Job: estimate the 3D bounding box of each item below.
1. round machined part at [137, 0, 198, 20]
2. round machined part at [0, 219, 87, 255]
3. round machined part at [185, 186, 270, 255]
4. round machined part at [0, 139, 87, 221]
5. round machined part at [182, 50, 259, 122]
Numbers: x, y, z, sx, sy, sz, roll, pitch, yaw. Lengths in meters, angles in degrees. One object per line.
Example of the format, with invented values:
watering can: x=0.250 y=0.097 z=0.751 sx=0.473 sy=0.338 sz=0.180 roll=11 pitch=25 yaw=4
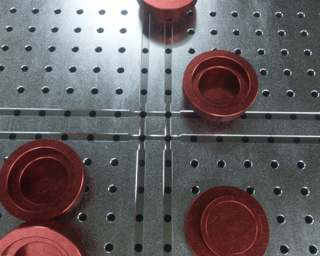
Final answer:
round machined part: x=0.011 y=-0.209 z=0.479 sx=0.099 sy=0.042 sz=0.098 roll=0 pitch=70 yaw=-1
round machined part: x=-0.128 y=0.146 z=0.335 sx=0.099 sy=0.042 sz=0.097 roll=0 pitch=94 yaw=-4
round machined part: x=0.079 y=0.116 z=0.361 sx=0.099 sy=0.042 sz=0.098 roll=0 pitch=70 yaw=-1
round machined part: x=-0.138 y=0.065 z=0.377 sx=0.099 sy=0.042 sz=0.098 roll=0 pitch=69 yaw=0
round machined part: x=0.080 y=-0.054 z=0.423 sx=0.099 sy=0.042 sz=0.098 roll=0 pitch=70 yaw=-1
